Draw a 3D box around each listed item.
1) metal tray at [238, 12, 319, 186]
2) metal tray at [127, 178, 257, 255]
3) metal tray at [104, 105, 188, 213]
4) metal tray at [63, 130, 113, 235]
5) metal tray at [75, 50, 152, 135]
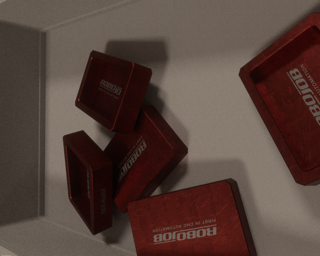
[{"bbox_3d":[0.138,-0.025,0.276,0.090,0.030,0.130,-38,58,33],"label":"metal tray"},{"bbox_3d":[0.032,0.116,0.354,0.130,0.030,0.090,-18,78,23],"label":"metal tray"},{"bbox_3d":[-0.032,0.043,0.428,0.090,0.030,0.129,52,120,27],"label":"metal tray"},{"bbox_3d":[-0.105,0.080,0.452,0.090,0.030,0.129,37,134,40],"label":"metal tray"},{"bbox_3d":[-0.070,-0.054,0.434,0.130,0.030,0.089,29,102,49],"label":"metal tray"}]
